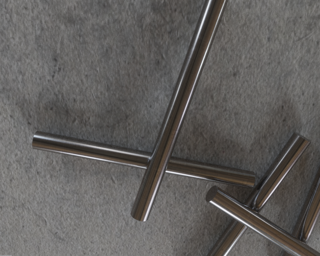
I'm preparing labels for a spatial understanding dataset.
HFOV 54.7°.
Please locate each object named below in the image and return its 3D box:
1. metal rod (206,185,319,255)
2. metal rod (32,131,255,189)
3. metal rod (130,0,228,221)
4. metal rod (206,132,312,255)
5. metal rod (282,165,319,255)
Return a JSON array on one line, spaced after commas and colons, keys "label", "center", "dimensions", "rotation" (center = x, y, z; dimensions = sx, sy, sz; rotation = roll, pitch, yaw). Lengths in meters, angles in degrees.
[{"label": "metal rod", "center": [0.191, 0.170, 0.447], "dimensions": [0.301, 0.025, 0.025], "rotation": [34, 106, -12]}, {"label": "metal rod", "center": [-0.018, 0.045, 0.426], "dimensions": [0.302, 0.025, 0.025], "rotation": [11, 110, -5]}, {"label": "metal rod", "center": [0.021, -0.019, 0.385], "dimensions": [0.025, 0.025, 0.298], "rotation": [18, 102, -7]}, {"label": "metal rod", "center": [0.124, 0.137, 0.462], "dimensions": [0.025, 0.025, 0.298], "rotation": [26, 108, -10]}, {"label": "metal rod", "center": [0.228, 0.103, 0.451], "dimensions": [0.025, 0.025, 0.298], "rotation": [10, 110, -4]}]
